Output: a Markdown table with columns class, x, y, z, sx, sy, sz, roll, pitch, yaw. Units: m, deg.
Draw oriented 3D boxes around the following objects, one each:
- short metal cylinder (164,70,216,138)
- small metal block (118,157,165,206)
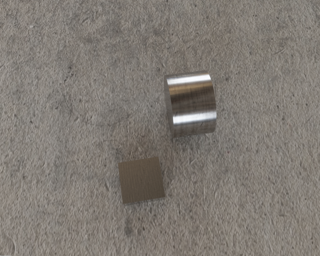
| class | x | y | z | sx | sy | sz | roll | pitch | yaw |
| --- | --- | --- | --- | --- | --- | --- | --- | --- | --- |
| short metal cylinder | 0.036 | -0.030 | 0.390 | 0.050 | 0.080 | 0.080 | -8 | 70 | -3 |
| small metal block | -0.023 | 0.066 | 0.384 | 0.050 | 0.025 | 0.050 | -9 | 70 | -4 |
